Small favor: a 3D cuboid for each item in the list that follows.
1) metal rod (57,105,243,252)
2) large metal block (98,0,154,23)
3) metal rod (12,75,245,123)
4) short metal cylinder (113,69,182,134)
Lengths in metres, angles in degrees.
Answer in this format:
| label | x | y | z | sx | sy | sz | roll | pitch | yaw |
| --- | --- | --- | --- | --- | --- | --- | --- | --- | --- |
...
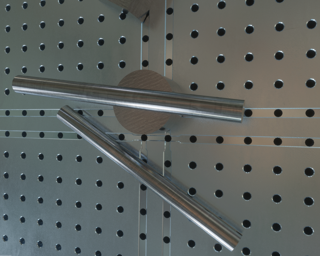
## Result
| label | x | y | z | sx | sy | sz | roll | pitch | yaw |
| --- | --- | --- | --- | --- | --- | --- | --- | --- | --- |
| metal rod | -0.025 | 0.059 | 0.420 | 0.300 | 0.025 | 0.025 | 35 | 101 | 16 |
| large metal block | -0.046 | -0.202 | 0.415 | 0.080 | 0.050 | 0.080 | 32 | 100 | 17 |
| metal rod | -0.053 | -0.039 | 0.376 | 0.301 | 0.025 | 0.025 | 9 | 93 | 19 |
| short metal cylinder | -0.013 | -0.032 | 0.403 | 0.080 | 0.050 | 0.079 | 0 | 90 | 19 |
